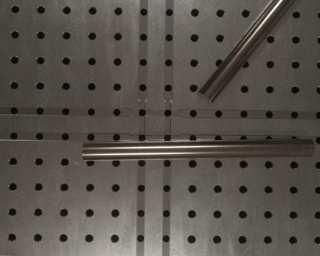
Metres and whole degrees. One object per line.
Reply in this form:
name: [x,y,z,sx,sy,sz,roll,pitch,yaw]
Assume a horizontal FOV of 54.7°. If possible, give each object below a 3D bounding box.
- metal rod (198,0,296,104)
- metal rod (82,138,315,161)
metal rod: [0.154,-0.157,0.415,0.025,0.025,0.300,39,90,-1]
metal rod: [0.050,0.029,0.414,0.302,0.025,0.025,-1,90,-1]
